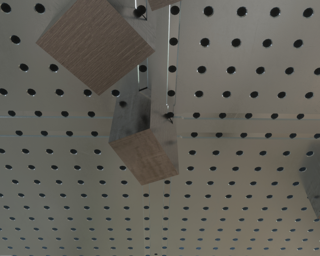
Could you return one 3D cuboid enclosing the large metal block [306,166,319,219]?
[{"bbox_3d":[0.288,0.096,0.479,0.080,0.050,0.080,1,130,-1],"label":"large metal block"}]

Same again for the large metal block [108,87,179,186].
[{"bbox_3d":[-0.017,0.010,0.384,0.050,0.080,0.080,-19,128,16],"label":"large metal block"}]

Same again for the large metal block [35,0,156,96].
[{"bbox_3d":[-0.061,-0.093,0.315,0.080,0.050,0.080,-33,123,25],"label":"large metal block"}]

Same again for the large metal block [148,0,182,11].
[{"bbox_3d":[0.017,-0.158,0.261,0.080,0.050,0.080,-16,129,13],"label":"large metal block"}]
